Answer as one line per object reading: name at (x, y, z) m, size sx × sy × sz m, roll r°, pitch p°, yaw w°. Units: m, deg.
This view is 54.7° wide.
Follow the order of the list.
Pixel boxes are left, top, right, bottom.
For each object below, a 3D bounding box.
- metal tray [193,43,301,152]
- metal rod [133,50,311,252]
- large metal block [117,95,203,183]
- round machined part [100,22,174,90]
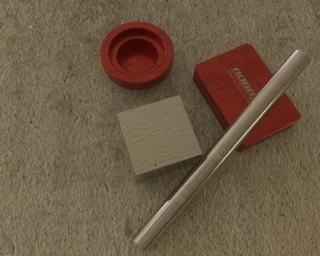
metal tray at (0.115, -0.044, 0.423) m, size 0.091 × 0.030 × 0.130 m, roll -25°, pitch 72°, yaw -9°
metal rod at (0.077, 0.024, 0.372) m, size 0.025 × 0.025 × 0.300 m, roll 40°, pitch 85°, yaw 13°
large metal block at (-0.002, 0.015, 0.389) m, size 0.081 × 0.050 × 0.080 m, roll -17°, pitch 71°, yaw -7°
round machined part at (-0.031, -0.096, 0.434) m, size 0.099 × 0.042 × 0.098 m, roll 0°, pitch 70°, yaw -1°
